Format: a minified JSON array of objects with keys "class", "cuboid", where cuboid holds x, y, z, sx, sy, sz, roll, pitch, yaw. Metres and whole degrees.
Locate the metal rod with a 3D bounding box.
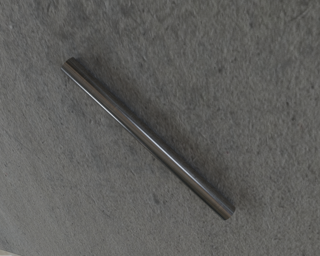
[{"class":"metal rod","cuboid":[-0.014,0.016,0.422,0.300,0.025,0.025,43,129,-2]}]
